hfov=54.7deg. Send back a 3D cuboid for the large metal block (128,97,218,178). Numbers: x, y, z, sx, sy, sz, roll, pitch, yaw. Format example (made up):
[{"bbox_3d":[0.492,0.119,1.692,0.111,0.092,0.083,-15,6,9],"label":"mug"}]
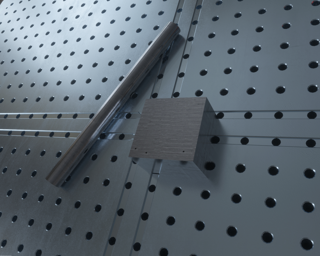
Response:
[{"bbox_3d":[0.019,0.011,0.375,0.080,0.050,0.080,1,62,28],"label":"large metal block"}]

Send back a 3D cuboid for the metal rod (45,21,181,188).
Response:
[{"bbox_3d":[-0.065,-0.041,0.465,0.025,0.025,0.300,28,77,37],"label":"metal rod"}]
